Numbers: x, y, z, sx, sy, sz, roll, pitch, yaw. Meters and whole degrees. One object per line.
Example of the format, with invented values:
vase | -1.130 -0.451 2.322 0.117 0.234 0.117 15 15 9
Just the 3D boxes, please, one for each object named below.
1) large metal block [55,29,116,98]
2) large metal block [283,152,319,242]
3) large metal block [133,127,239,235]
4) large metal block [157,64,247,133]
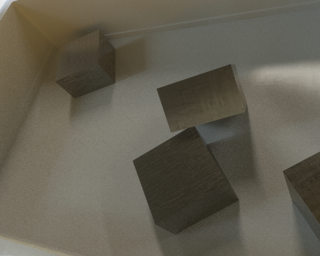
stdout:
large metal block | -0.123 -0.107 0.520 0.080 0.050 0.080 -18 55 18
large metal block | 0.157 0.051 0.257 0.080 0.080 0.050 -31 52 9
large metal block | 0.027 0.057 0.341 0.080 0.050 0.080 -31 52 8
large metal block | 0.052 -0.036 0.357 0.080 0.080 0.050 -16 96 19
